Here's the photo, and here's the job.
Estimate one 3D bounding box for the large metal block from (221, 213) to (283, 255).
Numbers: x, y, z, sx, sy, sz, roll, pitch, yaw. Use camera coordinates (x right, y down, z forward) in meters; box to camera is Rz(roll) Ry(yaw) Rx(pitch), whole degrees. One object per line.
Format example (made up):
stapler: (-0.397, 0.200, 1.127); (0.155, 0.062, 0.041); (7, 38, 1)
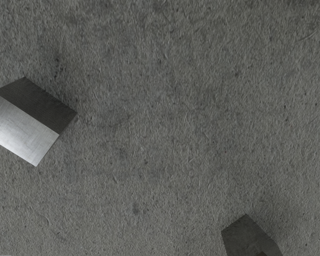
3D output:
large metal block: (0.141, 0.187, 0.451); (0.050, 0.080, 0.080); (-41, 105, 14)

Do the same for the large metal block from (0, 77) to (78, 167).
large metal block: (-0.157, -0.011, 0.375); (0.080, 0.080, 0.050); (36, 106, -12)
